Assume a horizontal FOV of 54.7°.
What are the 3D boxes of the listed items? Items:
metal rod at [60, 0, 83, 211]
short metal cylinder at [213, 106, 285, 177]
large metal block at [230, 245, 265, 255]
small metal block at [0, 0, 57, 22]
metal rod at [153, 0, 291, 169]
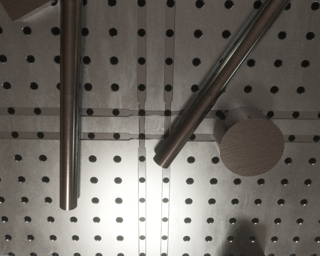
[{"bbox_3d":[-0.117,-0.026,0.402,0.025,0.025,0.298,6,110,-3],"label":"metal rod"},{"bbox_3d":[0.114,0.017,0.408,0.081,0.050,0.079,0,110,-1],"label":"short metal cylinder"},{"bbox_3d":[0.132,0.245,0.476,0.050,0.080,0.079,20,109,-8],"label":"large metal block"},{"bbox_3d":[-0.157,-0.157,0.353,0.050,0.025,0.050,-25,109,8],"label":"small metal block"},{"bbox_3d":[0.082,-0.070,0.388,0.025,0.025,0.299,31,107,-11],"label":"metal rod"}]
